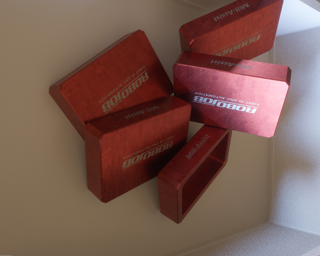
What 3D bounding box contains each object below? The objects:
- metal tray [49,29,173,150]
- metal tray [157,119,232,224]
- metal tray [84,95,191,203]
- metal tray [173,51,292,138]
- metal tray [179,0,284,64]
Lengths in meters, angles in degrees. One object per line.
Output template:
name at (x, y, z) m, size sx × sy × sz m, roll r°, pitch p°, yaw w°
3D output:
metal tray at (-0.049, -0.045, 0.364) m, size 0.131 × 0.030 × 0.090 m, roll -45°, pitch 117°, yaw -31°
metal tray at (0.050, 0.054, 0.418) m, size 0.131 × 0.030 × 0.089 m, roll -43°, pitch 147°, yaw -33°
metal tray at (-0.022, 0.021, 0.364) m, size 0.131 × 0.030 × 0.089 m, roll -22°, pitch 129°, yaw -38°
metal tray at (0.084, -0.041, 0.384) m, size 0.089 × 0.130 × 0.030 m, roll 86°, pitch 23°, yaw -46°
metal tray at (0.093, -0.119, 0.415) m, size 0.131 × 0.030 × 0.090 m, roll -26°, pitch 150°, yaw -6°
